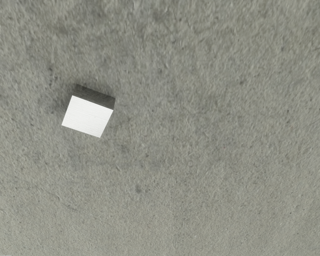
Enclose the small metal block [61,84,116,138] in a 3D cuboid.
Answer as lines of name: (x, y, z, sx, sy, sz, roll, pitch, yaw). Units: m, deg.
small metal block: (-0.089, -0.021, 0.389, 0.050, 0.025, 0.050, 20, 127, -16)
